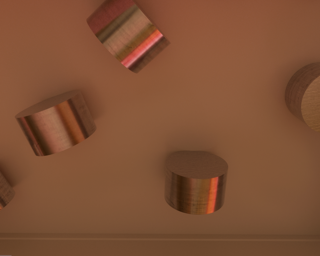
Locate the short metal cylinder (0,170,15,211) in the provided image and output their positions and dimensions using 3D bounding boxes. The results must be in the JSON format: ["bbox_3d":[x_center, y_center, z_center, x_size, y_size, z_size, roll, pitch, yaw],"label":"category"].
[{"bbox_3d":[-0.245,0.089,0.411,0.080,0.080,0.050,-23,109,8],"label":"short metal cylinder"}]

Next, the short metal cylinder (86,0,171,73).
[{"bbox_3d":[-0.033,-0.107,0.342,0.050,0.080,0.080,-40,106,13],"label":"short metal cylinder"}]

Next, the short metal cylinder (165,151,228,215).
[{"bbox_3d":[0.047,0.069,0.408,0.081,0.080,0.050,1,110,-1],"label":"short metal cylinder"}]

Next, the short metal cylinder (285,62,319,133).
[{"bbox_3d":[0.206,-0.039,0.387,0.081,0.050,0.079,0,110,-1],"label":"short metal cylinder"}]

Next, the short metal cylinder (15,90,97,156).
[{"bbox_3d":[-0.125,-0.008,0.377,0.080,0.080,0.050,-18,109,6],"label":"short metal cylinder"}]
